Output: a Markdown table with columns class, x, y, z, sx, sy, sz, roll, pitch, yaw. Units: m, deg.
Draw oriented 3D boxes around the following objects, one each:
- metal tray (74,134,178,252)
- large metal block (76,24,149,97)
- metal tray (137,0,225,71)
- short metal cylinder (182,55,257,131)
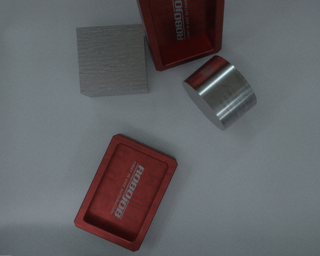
| class | x | y | z | sx | sy | sz | roll | pitch | yaw |
| --- | --- | --- | --- | --- | --- | --- | --- | --- | --- |
| metal tray | -0.043 | 0.083 | 0.408 | 0.090 | 0.030 | 0.129 | 24 | 90 | -1 |
| large metal block | -0.058 | -0.084 | 0.398 | 0.081 | 0.050 | 0.079 | -4 | 90 | -1 |
| metal tray | 0.026 | -0.126 | 0.359 | 0.090 | 0.130 | 0.030 | -19 | 64 | 0 |
| short metal cylinder | 0.073 | -0.043 | 0.385 | 0.050 | 0.080 | 0.080 | -40 | 91 | 0 |
